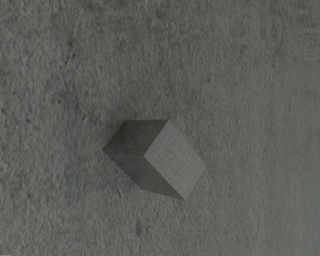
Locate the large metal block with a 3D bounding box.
[{"bbox_3d":[-0.007,0.036,0.365,0.080,0.080,0.050,50,60,-29],"label":"large metal block"}]
